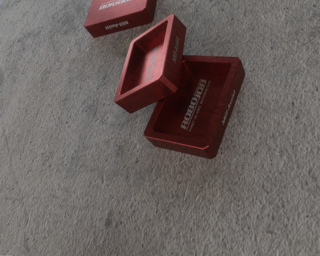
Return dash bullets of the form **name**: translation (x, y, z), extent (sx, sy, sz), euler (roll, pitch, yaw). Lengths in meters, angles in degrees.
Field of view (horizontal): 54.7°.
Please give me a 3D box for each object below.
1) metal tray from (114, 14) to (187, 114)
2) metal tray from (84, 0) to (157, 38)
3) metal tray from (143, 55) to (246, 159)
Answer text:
- **metal tray**: translation (-0.012, -0.091, 0.436), extent (0.090, 0.030, 0.130), euler (-22, 45, 37)
- **metal tray**: translation (-0.072, -0.223, 0.575), extent (0.130, 0.030, 0.090), euler (-6, 59, 25)
- **metal tray**: translation (0.045, -0.032, 0.396), extent (0.090, 0.030, 0.130), euler (11, 67, 32)
